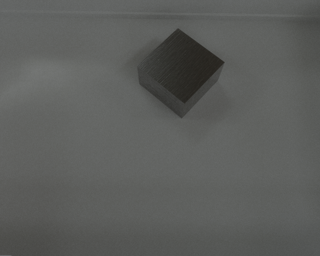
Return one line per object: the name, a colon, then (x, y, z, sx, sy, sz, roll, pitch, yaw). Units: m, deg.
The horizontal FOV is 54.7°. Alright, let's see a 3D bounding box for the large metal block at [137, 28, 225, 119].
large metal block: (0.027, -0.074, 0.424, 0.080, 0.050, 0.080, 40, 75, 13)
